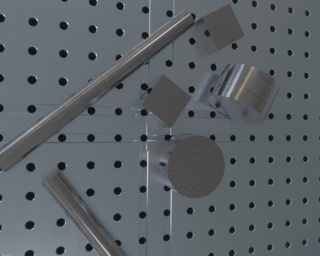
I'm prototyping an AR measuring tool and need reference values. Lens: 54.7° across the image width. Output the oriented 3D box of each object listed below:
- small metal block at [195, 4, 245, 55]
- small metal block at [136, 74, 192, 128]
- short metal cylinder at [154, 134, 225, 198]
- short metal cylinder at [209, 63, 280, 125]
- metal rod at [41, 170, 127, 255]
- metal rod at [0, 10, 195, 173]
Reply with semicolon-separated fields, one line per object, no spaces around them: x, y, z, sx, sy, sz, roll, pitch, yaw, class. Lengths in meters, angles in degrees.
0.085;-0.141;0.444;0.050;0.025;0.050;-32;101;-17;small metal block
0.005;-0.035;0.415;0.050;0.025;0.050;37;78;-16;small metal block
0.038;0.049;0.414;0.081;0.050;0.079;0;90;-20;short metal cylinder
0.114;-0.045;0.425;0.080;0.080;0.050;31;80;-18;short metal cylinder
-0.047;0.179;0.395;0.025;0.025;0.299;-38;102;-16;metal rod
-0.071;-0.055;0.386;0.301;0.025;0.025;-41;103;-15;metal rod
